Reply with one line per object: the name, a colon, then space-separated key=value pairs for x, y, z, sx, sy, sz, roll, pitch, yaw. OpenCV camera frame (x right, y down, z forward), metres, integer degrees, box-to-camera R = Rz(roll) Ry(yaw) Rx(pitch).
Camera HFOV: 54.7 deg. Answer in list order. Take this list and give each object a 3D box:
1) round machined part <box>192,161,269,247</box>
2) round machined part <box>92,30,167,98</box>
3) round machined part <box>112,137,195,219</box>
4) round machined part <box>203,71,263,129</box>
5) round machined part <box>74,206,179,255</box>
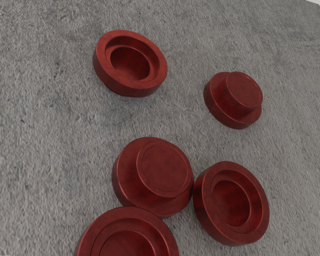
round machined part: x=0.081 y=0.093 z=0.377 sx=0.099 sy=0.042 sz=0.098 roll=15 pitch=56 yaw=-23
round machined part: x=-0.043 y=-0.081 z=0.419 sx=0.099 sy=0.042 sz=0.098 roll=14 pitch=56 yaw=-21
round machined part: x=-0.002 y=0.053 z=0.359 sx=0.099 sy=0.042 sz=0.098 roll=14 pitch=56 yaw=-21
round machined part: x=0.122 y=-0.050 z=0.489 sx=0.099 sy=0.042 sz=0.098 roll=14 pitch=56 yaw=-21
round machined part: x=-0.034 y=0.129 z=0.296 sx=0.099 sy=0.042 sz=0.098 roll=14 pitch=56 yaw=-21
